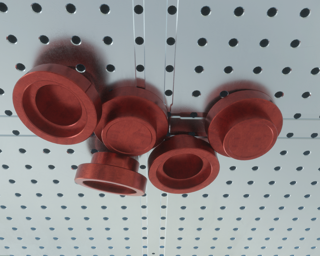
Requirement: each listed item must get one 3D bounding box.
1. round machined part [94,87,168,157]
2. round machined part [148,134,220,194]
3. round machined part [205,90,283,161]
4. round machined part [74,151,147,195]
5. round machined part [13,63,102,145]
[{"bbox_3d":[-0.038,-0.001,0.399,0.099,0.042,0.097,-1,130,0],"label":"round machined part"},{"bbox_3d":[0.032,0.047,0.438,0.099,0.042,0.097,-3,132,-3],"label":"round machined part"},{"bbox_3d":[0.110,0.004,0.400,0.099,0.042,0.097,-3,127,-4],"label":"round machined part"},{"bbox_3d":[-0.066,0.064,0.437,0.099,0.042,0.098,8,158,4],"label":"round machined part"},{"bbox_3d":[-0.115,-0.031,0.365,0.099,0.042,0.097,5,125,7],"label":"round machined part"}]
